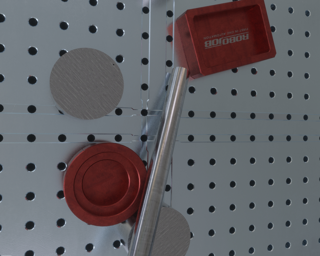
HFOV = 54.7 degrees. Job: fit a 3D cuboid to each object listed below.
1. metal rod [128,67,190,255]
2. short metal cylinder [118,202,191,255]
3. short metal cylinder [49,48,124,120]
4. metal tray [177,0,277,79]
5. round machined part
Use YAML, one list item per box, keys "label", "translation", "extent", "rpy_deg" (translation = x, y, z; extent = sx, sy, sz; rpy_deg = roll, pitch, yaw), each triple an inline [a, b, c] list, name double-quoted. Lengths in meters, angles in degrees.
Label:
- label: "metal rod"
  translation: [-0.003, 0.059, 0.370]
  extent: [0.025, 0.025, 0.299]
  rpy_deg: [21, 67, -19]
- label: "short metal cylinder"
  translation: [-0.008, 0.135, 0.396]
  extent: [0.081, 0.050, 0.080]
  rpy_deg: [0, 90, -20]
- label: "short metal cylinder"
  translation: [-0.088, -0.049, 0.367]
  extent: [0.081, 0.050, 0.080]
  rpy_deg: [0, 90, -20]
- label: "metal tray"
  translation: [0.098, -0.130, 0.445]
  extent: [0.131, 0.030, 0.089]
  rpy_deg: [-18, 96, -19]
- label: "round machined part"
  translation: [-0.068, 0.065, 0.379]
  extent: [0.099, 0.042, 0.097]
  rpy_deg: [0, 90, -20]
